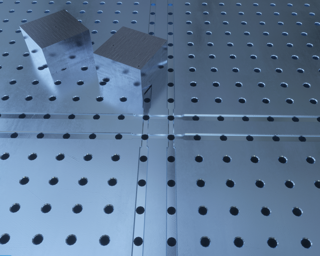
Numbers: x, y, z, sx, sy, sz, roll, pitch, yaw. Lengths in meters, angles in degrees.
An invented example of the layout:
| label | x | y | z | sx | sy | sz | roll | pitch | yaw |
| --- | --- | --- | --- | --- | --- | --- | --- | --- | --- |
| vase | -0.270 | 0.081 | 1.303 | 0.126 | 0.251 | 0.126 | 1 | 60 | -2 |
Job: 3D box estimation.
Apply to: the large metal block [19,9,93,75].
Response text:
| label | x | y | z | sx | sy | sz | roll | pitch | yaw |
| --- | --- | --- | --- | --- | --- | --- | --- | --- | --- |
| large metal block | -0.169 | -0.144 | 0.512 | 0.080 | 0.050 | 0.080 | -32 | 57 | -24 |

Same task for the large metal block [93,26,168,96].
| label | x | y | z | sx | sy | sz | roll | pitch | yaw |
| --- | --- | --- | --- | --- | --- | --- | --- | --- | --- |
| large metal block | -0.043 | -0.106 | 0.480 | 0.080 | 0.050 | 0.080 | 23 | 54 | 18 |
